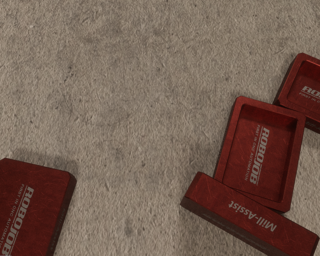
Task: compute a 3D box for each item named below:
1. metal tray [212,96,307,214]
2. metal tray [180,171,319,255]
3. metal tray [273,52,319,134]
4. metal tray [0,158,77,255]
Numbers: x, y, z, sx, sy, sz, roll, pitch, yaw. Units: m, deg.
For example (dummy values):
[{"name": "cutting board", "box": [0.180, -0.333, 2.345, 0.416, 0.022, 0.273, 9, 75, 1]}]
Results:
[{"name": "metal tray", "box": [0.123, 0.032, 0.388, 0.090, 0.030, 0.130, 17, 70, 7]}, {"name": "metal tray", "box": [0.088, 0.099, 0.338, 0.130, 0.090, 0.030, 28, 73, 9]}, {"name": "metal tray", "box": [0.231, -0.037, 0.421, 0.130, 0.030, 0.090, 27, 72, 9]}, {"name": "metal tray", "box": [-0.163, 0.108, 0.364, 0.090, 0.030, 0.130, 12, 70, 4]}]
